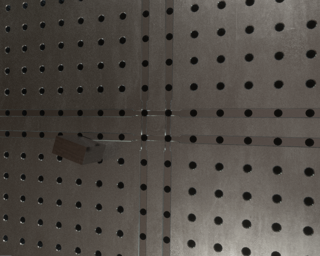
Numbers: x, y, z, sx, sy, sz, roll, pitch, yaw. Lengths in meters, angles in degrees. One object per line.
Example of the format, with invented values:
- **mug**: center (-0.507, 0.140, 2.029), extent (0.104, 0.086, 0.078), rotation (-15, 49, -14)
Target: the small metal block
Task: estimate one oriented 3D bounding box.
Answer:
- **small metal block**: center (-0.113, 0.030, 0.438), extent (0.050, 0.050, 0.025), rotation (18, 96, 19)
